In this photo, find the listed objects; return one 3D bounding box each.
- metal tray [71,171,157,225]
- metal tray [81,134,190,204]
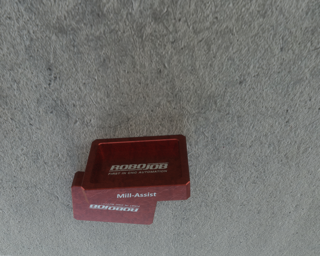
[{"bbox_3d":[-0.072,0.115,0.501,0.131,0.030,0.089,6,130,-5],"label":"metal tray"},{"bbox_3d":[-0.029,0.052,0.408,0.131,0.090,0.030,-3,130,2],"label":"metal tray"}]
